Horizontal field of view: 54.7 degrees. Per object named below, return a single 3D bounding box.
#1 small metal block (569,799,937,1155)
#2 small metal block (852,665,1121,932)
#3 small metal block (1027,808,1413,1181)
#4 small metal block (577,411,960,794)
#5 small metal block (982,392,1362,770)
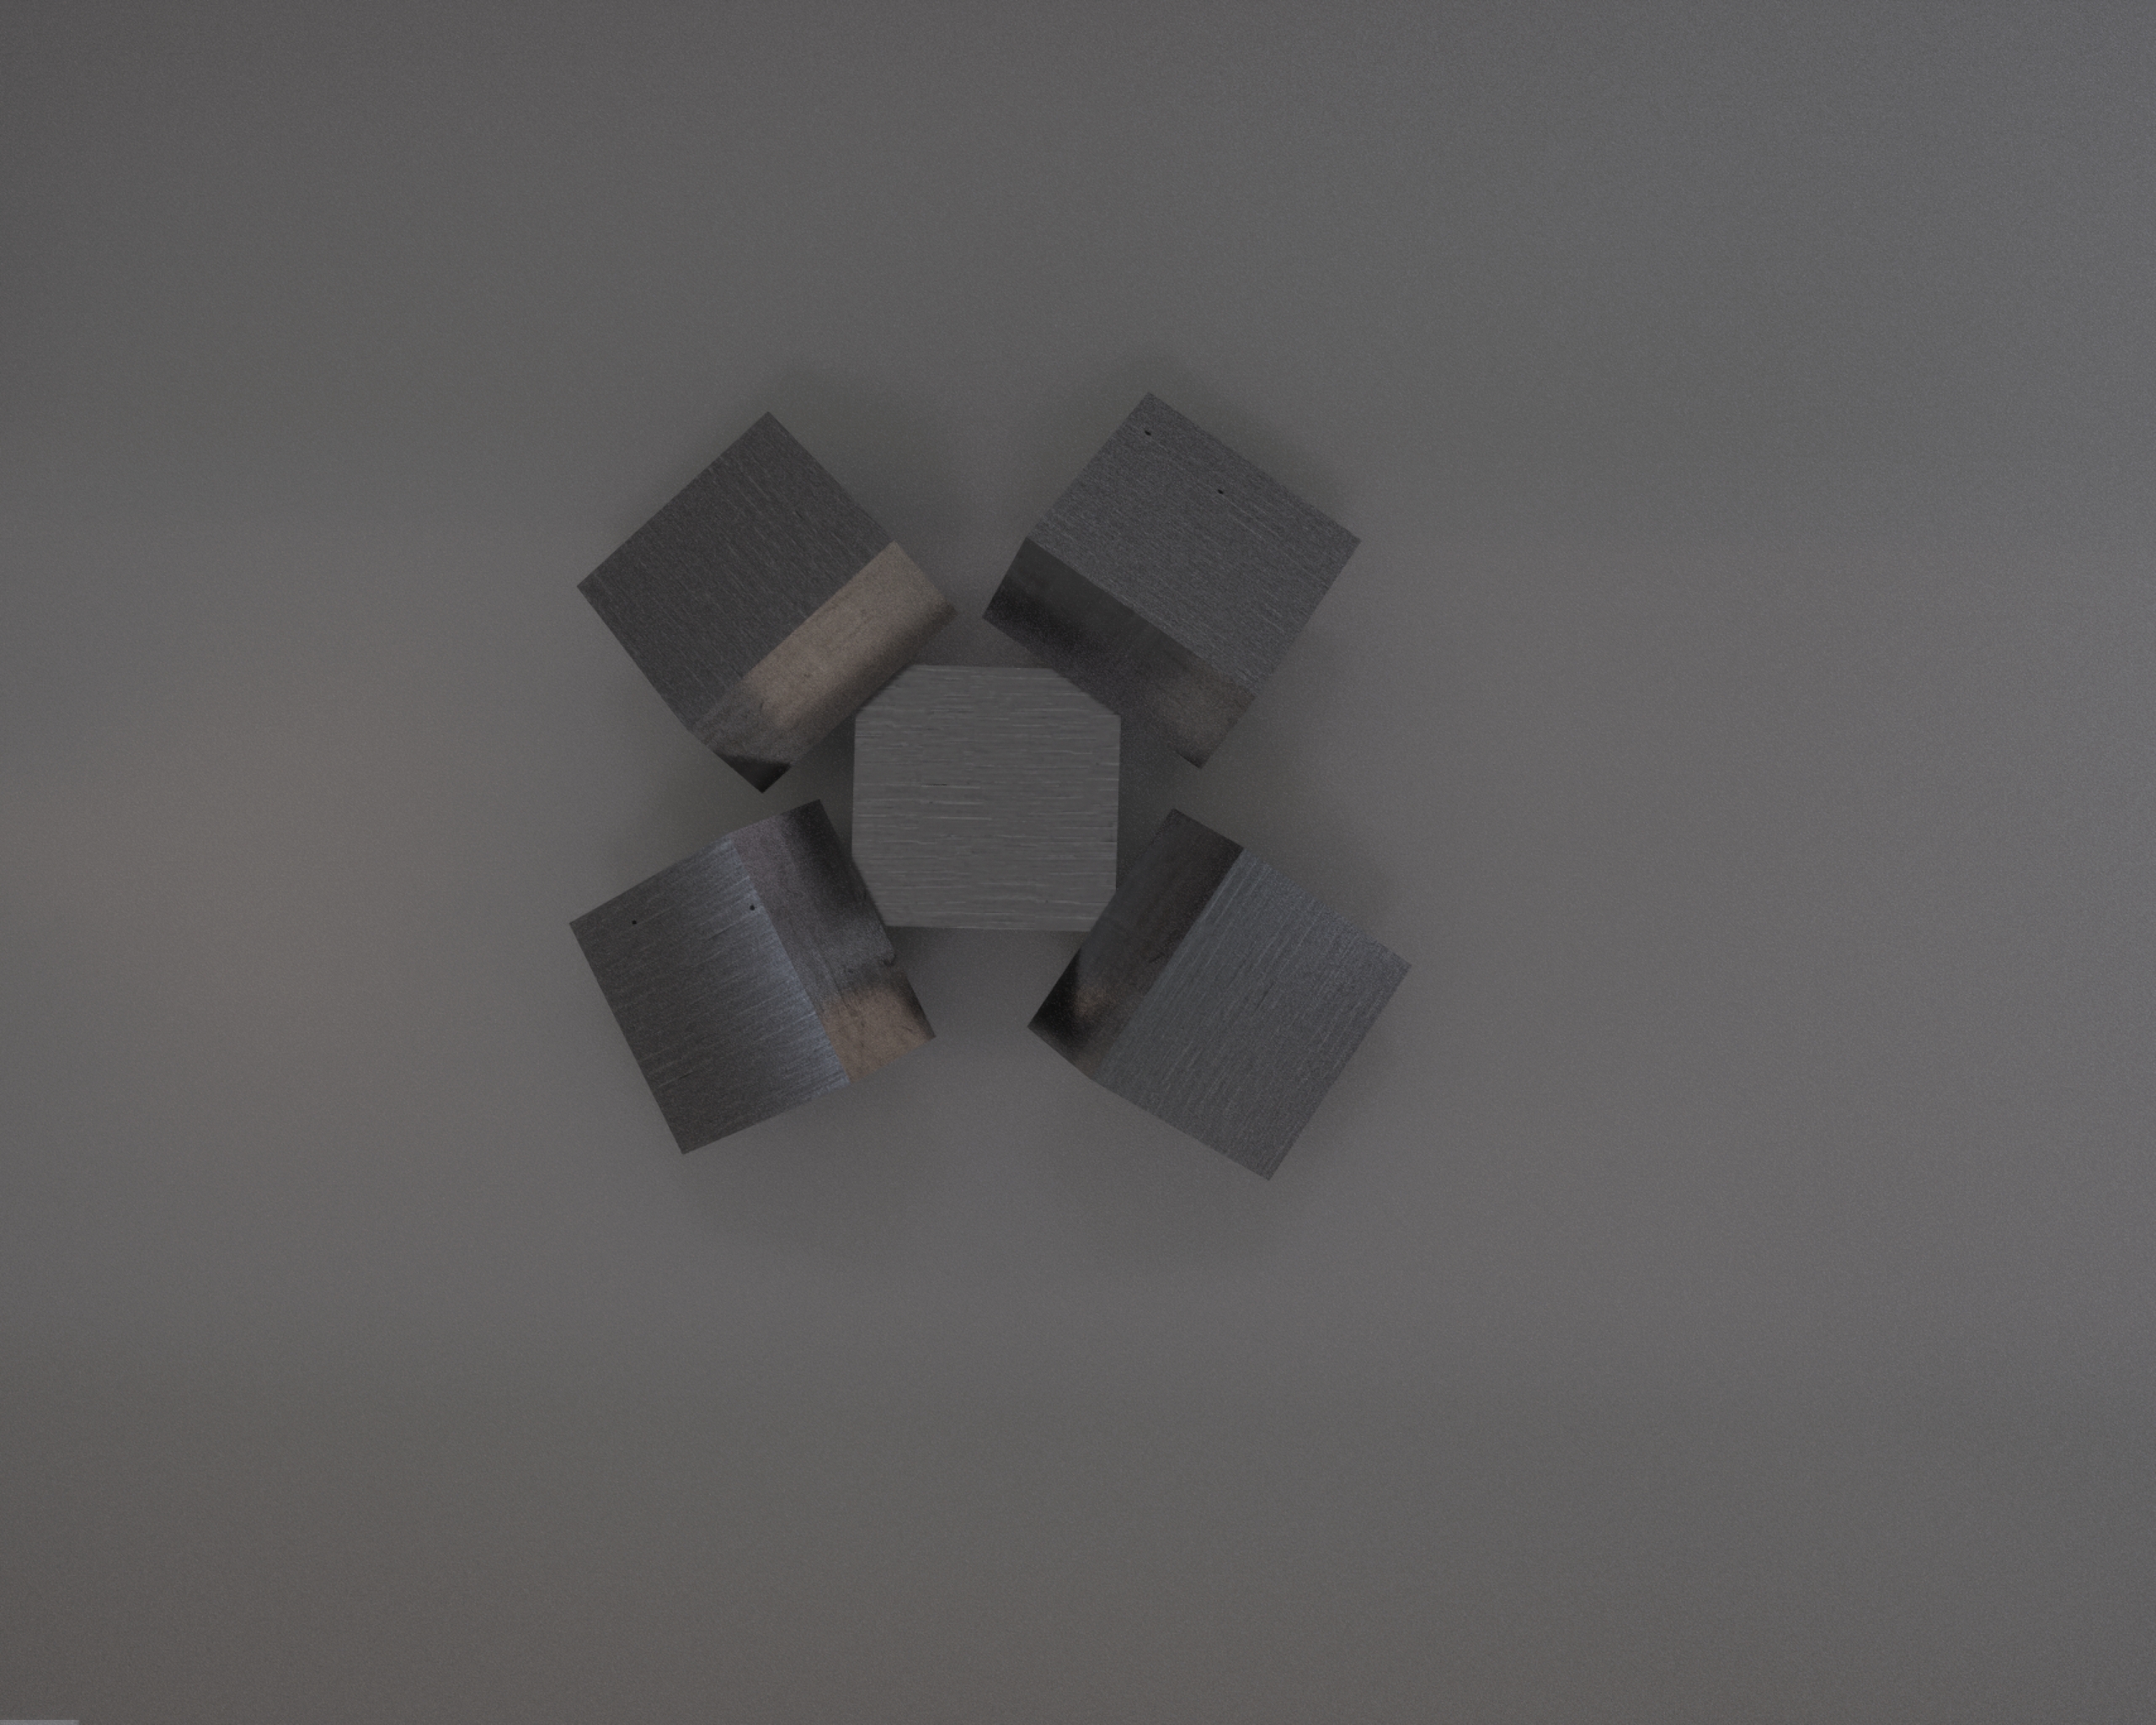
[{"bbox_3d":[-0.062,0.022,0.397,0.050,0.025,0.050,-26,90,37],"label":"small metal block"},{"bbox_3d":[-0.017,-0.012,0.409,0.050,0.025,0.050,2,90,0],"label":"small metal block"},{"bbox_3d":[0.027,0.026,0.398,0.050,0.025,0.050,34,90,-35],"label":"small metal block"},{"bbox_3d":[-0.059,-0.050,0.396,0.050,0.025,0.050,-42,53,0],"label":"small metal block"},{"bbox_3d":[0.018,-0.054,0.397,0.050,0.025,0.050,35,53,-1],"label":"small metal block"}]
